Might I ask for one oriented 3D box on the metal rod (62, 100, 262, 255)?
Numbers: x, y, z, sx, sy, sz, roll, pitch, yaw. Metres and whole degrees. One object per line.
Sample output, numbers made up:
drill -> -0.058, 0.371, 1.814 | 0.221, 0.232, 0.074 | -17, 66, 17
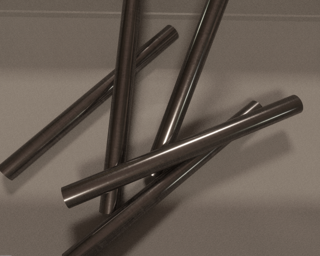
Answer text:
metal rod -> 0.017, 0.060, 0.378 | 0.301, 0.025, 0.025 | -37, 75, -16

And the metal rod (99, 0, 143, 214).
metal rod -> -0.047, -0.046, 0.389 | 0.025, 0.025, 0.298 | 5, 84, 1

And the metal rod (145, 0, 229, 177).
metal rod -> 0.043, -0.082, 0.376 | 0.025, 0.025, 0.298 | 21, 96, 7

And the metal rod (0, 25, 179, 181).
metal rod -> -0.087, -0.043, 0.424 | 0.025, 0.025, 0.301 | 43, 75, 14

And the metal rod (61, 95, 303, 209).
metal rod -> 0.034, 0.023, 0.368 | 0.302, 0.025, 0.025 | -21, 72, -10
